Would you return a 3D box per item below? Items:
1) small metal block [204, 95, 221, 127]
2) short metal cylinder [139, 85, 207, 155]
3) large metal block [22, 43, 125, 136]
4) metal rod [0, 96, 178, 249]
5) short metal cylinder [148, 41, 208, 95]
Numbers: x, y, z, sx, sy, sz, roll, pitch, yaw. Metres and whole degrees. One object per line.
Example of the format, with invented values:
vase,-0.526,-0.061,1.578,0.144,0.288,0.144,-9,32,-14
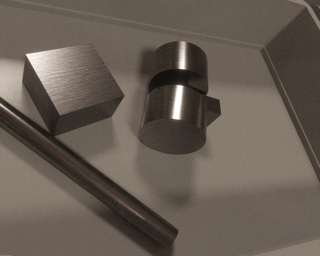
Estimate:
small metal block,0.049,-0.022,0.431,0.050,0.050,0.025,14,56,-21
short metal cylinder,0.018,-0.008,0.387,0.080,0.080,0.050,20,54,-17
large metal block,-0.102,-0.046,0.364,0.081,0.050,0.080,-23,74,-37
metal rod,-0.107,0.030,0.330,0.301,0.025,0.025,38,51,-3
short metal cylinder,0.026,-0.073,0.431,0.081,0.080,0.050,17,55,-19
